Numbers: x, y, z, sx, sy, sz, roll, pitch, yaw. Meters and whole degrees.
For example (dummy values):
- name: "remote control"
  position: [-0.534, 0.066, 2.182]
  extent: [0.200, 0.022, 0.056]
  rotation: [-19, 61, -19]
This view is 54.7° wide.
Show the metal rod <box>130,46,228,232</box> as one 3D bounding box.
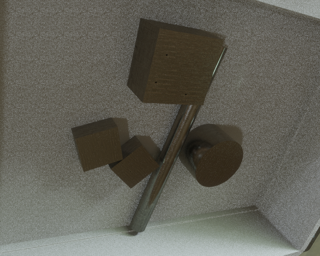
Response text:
- name: "metal rod"
  position: [0.019, 0.025, 0.436]
  extent: [0.025, 0.025, 0.298]
  rotation: [9, 114, -33]

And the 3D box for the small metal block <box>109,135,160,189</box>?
- name: "small metal block"
  position: [-0.037, 0.046, 0.419]
  extent: [0.050, 0.025, 0.050]
  rotation: [-38, 130, -3]

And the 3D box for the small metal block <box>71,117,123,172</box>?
- name: "small metal block"
  position: [-0.076, 0.020, 0.380]
  extent: [0.050, 0.025, 0.050]
  rotation: [-17, 126, -19]

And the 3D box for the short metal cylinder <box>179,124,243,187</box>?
- name: "short metal cylinder"
  position: [0.075, 0.040, 0.461]
  extent: [0.081, 0.050, 0.079]
  rotation: [-14, 125, -21]

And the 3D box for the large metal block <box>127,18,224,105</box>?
- name: "large metal block"
  position: [0.015, -0.074, 0.357]
  extent: [0.081, 0.050, 0.079]
  rotation: [0, 118, -29]
